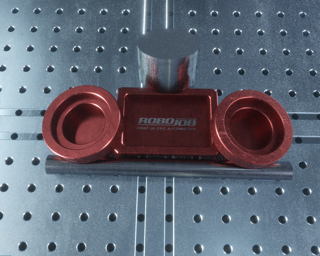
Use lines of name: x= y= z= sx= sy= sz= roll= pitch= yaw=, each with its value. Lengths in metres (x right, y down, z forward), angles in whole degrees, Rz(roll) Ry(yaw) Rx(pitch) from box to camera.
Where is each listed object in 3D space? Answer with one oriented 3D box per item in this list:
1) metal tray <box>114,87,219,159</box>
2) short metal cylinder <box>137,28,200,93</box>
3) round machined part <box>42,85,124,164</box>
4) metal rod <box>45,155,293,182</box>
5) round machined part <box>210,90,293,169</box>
metal tray: x=0.009 y=-0.006 z=0.407 sx=0.131 sy=0.030 sz=0.090 roll=1 pitch=71 yaw=0
short metal cylinder: x=0.011 y=-0.091 z=0.412 sx=0.081 sy=0.050 sz=0.080 roll=0 pitch=44 yaw=0
round machined part: x=-0.093 y=-0.002 z=0.393 sx=0.099 sy=0.042 sz=0.098 roll=-3 pitch=67 yaw=7
metal rod: x=0.011 y=0.050 z=0.389 sx=0.302 sy=0.025 sz=0.025 roll=2 pitch=70 yaw=0
round machined part: x=0.111 y=0.004 z=0.393 sx=0.099 sy=0.042 sz=0.098 roll=3 pitch=68 yaw=-7
